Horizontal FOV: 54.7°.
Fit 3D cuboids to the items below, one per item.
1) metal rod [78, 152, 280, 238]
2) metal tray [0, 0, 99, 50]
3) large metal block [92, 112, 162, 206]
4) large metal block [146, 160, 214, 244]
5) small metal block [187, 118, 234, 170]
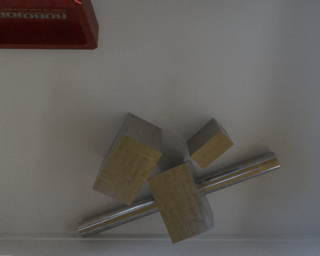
[{"bbox_3d":[0.022,0.099,0.448,0.301,0.025,0.025,-21,109,7],"label":"metal rod"},{"bbox_3d":[-0.139,-0.120,0.330,0.131,0.090,0.030,0,75,-1],"label":"metal tray"},{"bbox_3d":[-0.039,0.037,0.395,0.050,0.080,0.080,27,108,-10],"label":"large metal block"},{"bbox_3d":[0.029,0.088,0.394,0.050,0.080,0.080,-23,84,7],"label":"large metal block"},{"bbox_3d":[0.064,0.019,0.406,0.050,0.050,0.025,-42,105,13],"label":"small metal block"}]
